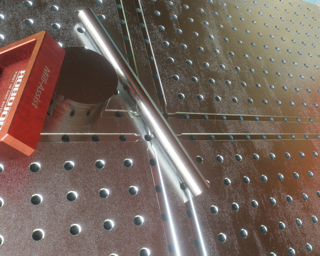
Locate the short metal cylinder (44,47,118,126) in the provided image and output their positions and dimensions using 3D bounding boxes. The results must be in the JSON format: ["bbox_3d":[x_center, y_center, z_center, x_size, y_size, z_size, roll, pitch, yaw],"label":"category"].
[{"bbox_3d":[-0.097,-0.049,0.370,0.081,0.050,0.080,14,56,-21],"label":"short metal cylinder"}]

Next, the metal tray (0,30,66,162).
[{"bbox_3d":[-0.150,-0.030,0.304,0.030,0.090,0.130,50,36,-48],"label":"metal tray"}]

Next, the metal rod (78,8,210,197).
[{"bbox_3d":[-0.028,-0.042,0.418,0.025,0.025,0.299,-24,75,-37],"label":"metal rod"}]
